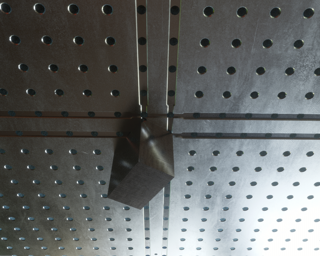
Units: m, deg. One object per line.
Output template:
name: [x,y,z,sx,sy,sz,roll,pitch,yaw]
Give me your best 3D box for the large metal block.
large metal block: [-0.025,0.049,0.416,0.050,0.080,0.080,26,125,-21]
